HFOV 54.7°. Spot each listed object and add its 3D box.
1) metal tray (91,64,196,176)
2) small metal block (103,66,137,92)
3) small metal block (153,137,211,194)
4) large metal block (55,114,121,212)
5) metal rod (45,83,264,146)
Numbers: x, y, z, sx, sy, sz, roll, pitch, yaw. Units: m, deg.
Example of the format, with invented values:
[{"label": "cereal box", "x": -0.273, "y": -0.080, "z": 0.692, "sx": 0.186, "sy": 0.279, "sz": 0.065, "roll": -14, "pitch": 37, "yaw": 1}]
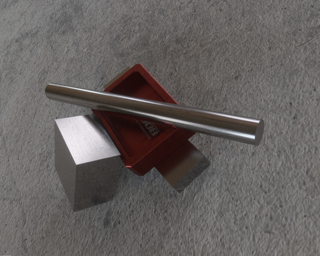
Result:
[{"label": "metal tray", "x": -0.026, "y": -0.015, "z": 0.391, "sx": 0.090, "sy": 0.030, "sz": 0.130, "roll": -39, "pitch": 51, "yaw": 1}, {"label": "small metal block", "x": -0.050, "y": -0.057, "z": 0.465, "sx": 0.050, "sy": 0.025, "sz": 0.050, "roll": -39, "pitch": 51, "yaw": 2}, {"label": "small metal block", "x": 0.023, "y": 0.040, "z": 0.368, "sx": 0.050, "sy": 0.025, "sz": 0.050, "roll": -43, "pitch": 51, "yaw": -2}, {"label": "large metal block", "x": -0.093, "y": 0.041, "z": 0.381, "sx": 0.050, "sy": 0.079, "sz": 0.080, "roll": -11, "pitch": 43, "yaw": -30}, {"label": "metal rod", "x": -0.032, "y": -0.024, "z": 0.365, "sx": 0.300, "sy": 0.025, "sz": 0.025, "roll": 13, "pitch": 68, "yaw": 33}]
